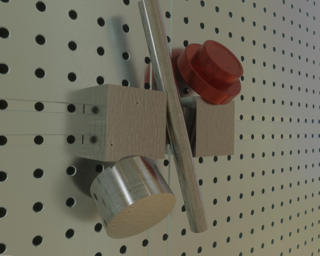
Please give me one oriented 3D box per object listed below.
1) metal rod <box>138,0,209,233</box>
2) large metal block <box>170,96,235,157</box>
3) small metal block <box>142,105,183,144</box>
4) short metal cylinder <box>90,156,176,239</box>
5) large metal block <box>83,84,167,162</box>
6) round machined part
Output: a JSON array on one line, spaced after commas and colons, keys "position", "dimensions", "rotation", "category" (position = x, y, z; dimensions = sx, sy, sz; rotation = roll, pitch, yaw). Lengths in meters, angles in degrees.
[{"position": [0.020, -0.007, 0.392], "dimensions": [0.025, 0.025, 0.298], "rotation": [-22, 104, -38], "category": "metal rod"}, {"position": [0.062, -0.001, 0.446], "dimensions": [0.081, 0.050, 0.080], "rotation": [1, 89, -40], "category": "large metal block"}, {"position": [0.003, -0.004, 0.413], "dimensions": [0.050, 0.025, 0.050], "rotation": [1, 90, -40], "category": "small metal block"}, {"position": [-0.030, 0.077, 0.341], "dimensions": [0.081, 0.050, 0.080], "rotation": [-21, 143, -17], "category": "short metal cylinder"}, {"position": [-0.040, -0.004, 0.360], "dimensions": [0.081, 0.050, 0.080], "rotation": [3, 89, -40], "category": "large metal block"}, {"position": [0.076, -0.083, 0.430], "dimensions": [0.099, 0.042, 0.098], "rotation": [23, 43, -23], "category": "round machined part"}]
